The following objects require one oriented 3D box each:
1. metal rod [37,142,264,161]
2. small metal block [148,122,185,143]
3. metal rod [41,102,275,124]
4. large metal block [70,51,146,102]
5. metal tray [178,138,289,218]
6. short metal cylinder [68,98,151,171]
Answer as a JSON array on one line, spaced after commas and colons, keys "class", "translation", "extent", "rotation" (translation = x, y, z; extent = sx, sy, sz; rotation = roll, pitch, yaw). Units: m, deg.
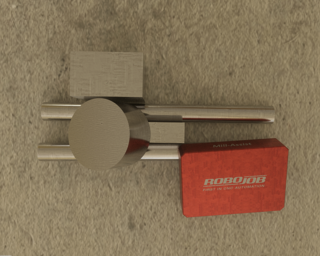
[{"class": "metal rod", "translation": [-0.007, 0.031, 0.411], "extent": [0.302, 0.025, 0.025], "rotation": [0, 90, -1]}, {"class": "small metal block", "translation": [0.004, 0.005, 0.398], "extent": [0.050, 0.050, 0.025], "rotation": [1, 90, -1]}, {"class": "metal rod", "translation": [-0.002, -0.020, 0.411], "extent": [0.302, 0.025, 0.025], "rotation": [1, 90, -1]}, {"class": "large metal block", "translation": [-0.060, -0.060, 0.383], "extent": [0.081, 0.080, 0.050], "rotation": [1, 90, -1]}, {"class": "metal tray", "translation": [0.091, 0.063, 0.396], "extent": [0.131, 0.030, 0.089], "rotation": [-4, 108, -2]}, {"class": "short metal cylinder", "translation": [-0.058, 0.008, 0.362], "extent": [0.080, 0.050, 0.080], "rotation": [-1, 88, 23]}]
